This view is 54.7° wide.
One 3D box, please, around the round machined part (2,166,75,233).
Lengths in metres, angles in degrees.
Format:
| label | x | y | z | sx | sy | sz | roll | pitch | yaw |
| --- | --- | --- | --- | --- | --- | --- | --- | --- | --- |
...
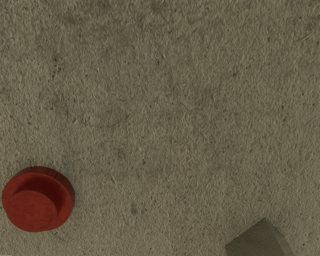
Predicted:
| label | x | y | z | sx | sy | sz | roll | pitch | yaw |
| --- | --- | --- | --- | --- | --- | --- | --- | --- | --- |
| round machined part | -0.174 | 0.107 | 0.438 | 0.099 | 0.042 | 0.097 | 0 | 110 | -1 |

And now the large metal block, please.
| label | x | y | z | sx | sy | sz | roll | pitch | yaw |
| --- | --- | --- | --- | --- | --- | --- | --- | --- | --- |
| large metal block | 0.150 | 0.194 | 0.454 | 0.080 | 0.080 | 0.050 | -41 | 105 | 13 |
